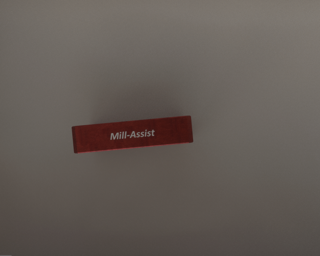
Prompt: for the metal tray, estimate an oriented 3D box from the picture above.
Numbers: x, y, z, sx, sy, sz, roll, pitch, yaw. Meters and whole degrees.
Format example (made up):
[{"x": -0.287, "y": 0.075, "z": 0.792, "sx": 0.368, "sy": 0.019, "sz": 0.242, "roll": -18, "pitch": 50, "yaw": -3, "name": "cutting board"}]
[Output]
[{"x": -0.030, "y": 0.007, "z": 0.378, "sx": 0.131, "sy": 0.090, "sz": 0.030, "roll": -5, "pitch": 90, "yaw": -1, "name": "metal tray"}]
